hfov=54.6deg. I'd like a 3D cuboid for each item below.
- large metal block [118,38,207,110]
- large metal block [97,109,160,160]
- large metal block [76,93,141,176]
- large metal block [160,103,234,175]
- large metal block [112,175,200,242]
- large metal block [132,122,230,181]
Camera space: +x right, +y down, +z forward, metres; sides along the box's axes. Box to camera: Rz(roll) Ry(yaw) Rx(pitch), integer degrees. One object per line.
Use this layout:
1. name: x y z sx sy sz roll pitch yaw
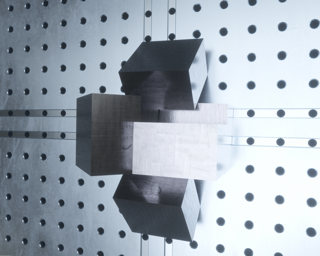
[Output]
1. large metal block: 0.008 -0.066 0.373 0.080 0.080 0.050 2 129 20
2. large metal block: -0.035 0.006 0.412 0.080 0.050 0.080 7 93 20
3. large metal block: -0.060 0.006 0.343 0.050 0.080 0.080 1 91 -25
4. large metal block: 0.045 0.011 0.383 0.080 0.050 0.080 3 91 20
5. large metal block: 0.000 0.091 0.378 0.080 0.050 0.080 2 136 20
6. large metal block: 0.026 0.020 0.321 0.080 0.080 0.050 2 91 20
